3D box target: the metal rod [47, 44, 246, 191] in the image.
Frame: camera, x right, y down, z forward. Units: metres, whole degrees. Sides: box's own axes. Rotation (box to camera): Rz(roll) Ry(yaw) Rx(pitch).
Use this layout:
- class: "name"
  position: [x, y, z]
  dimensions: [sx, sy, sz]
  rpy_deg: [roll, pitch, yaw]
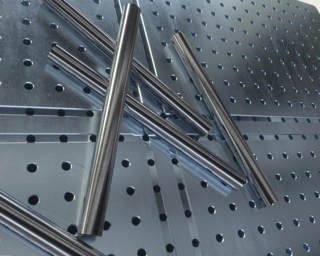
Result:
- class: "metal rod"
  position: [-0.013, -0.011, 0.408]
  dimensions: [0.301, 0.025, 0.025]
  rpy_deg: [35, 51, -5]

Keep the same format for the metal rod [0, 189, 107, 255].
- class: "metal rod"
  position: [-0.112, 0.096, 0.289]
  dimensions: [0.301, 0.025, 0.025]
  rpy_deg: [35, 51, -6]

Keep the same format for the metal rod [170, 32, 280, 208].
- class: "metal rod"
  position: [0.092, -0.023, 0.473]
  dimensions: [0.025, 0.025, 0.299]
  rpy_deg: [-14, 69, -34]

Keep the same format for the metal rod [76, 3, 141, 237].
- class: "metal rod"
  position: [-0.054, -0.029, 0.369]
  dimensions: [0.025, 0.025, 0.299]
  rpy_deg: [16, 64, -20]

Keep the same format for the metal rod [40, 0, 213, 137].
- class: "metal rod"
  position: [-0.047, -0.093, 0.440]
  dimensions: [0.300, 0.025, 0.025]
  rpy_deg: [40, 51, -1]
